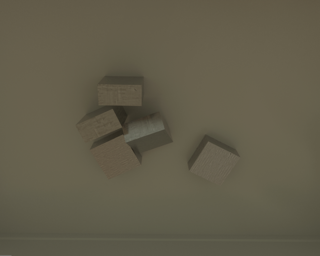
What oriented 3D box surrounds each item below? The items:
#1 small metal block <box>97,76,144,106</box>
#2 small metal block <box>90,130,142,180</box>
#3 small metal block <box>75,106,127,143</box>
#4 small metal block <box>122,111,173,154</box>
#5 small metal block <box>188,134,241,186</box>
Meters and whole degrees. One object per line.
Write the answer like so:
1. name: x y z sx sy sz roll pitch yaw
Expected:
1. small metal block: -0.046 -0.046 0.380 0.050 0.050 0.025 1 110 -1
2. small metal block: -0.059 0.035 0.424 0.050 0.025 0.050 -25 108 9
3. small metal block: -0.072 -0.010 0.393 0.050 0.050 0.025 -23 106 8
4. small metal block: -0.015 0.007 0.399 0.050 0.050 0.025 -19 66 7
5. small metal block: 0.073 0.045 0.428 0.050 0.025 0.050 27 108 -10
